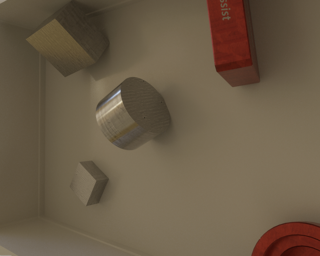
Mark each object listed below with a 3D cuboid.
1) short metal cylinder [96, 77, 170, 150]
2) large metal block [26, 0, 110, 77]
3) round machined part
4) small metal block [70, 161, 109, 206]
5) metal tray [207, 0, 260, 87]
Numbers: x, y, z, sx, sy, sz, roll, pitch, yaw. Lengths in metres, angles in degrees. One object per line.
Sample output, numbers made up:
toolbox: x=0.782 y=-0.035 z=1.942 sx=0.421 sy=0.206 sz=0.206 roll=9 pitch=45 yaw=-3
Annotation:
short metal cylinder: x=-0.034 y=-0.018 z=0.397 sx=0.050 sy=0.081 sz=0.080 roll=-33 pitch=70 yaw=35
large metal block: x=-0.140 y=-0.134 z=0.475 sx=0.080 sy=0.080 sz=0.050 roll=-13 pitch=42 yaw=39
round machined part: x=0.135 y=0.134 z=0.276 sx=0.098 sy=0.042 sz=0.098 roll=-13 pitch=70 yaw=39
small metal block: x=-0.115 y=0.088 z=0.499 sx=0.050 sy=0.025 sz=0.050 roll=38 pitch=113 yaw=33
metal tray: x=0.070 y=-0.112 z=0.302 sx=0.030 sy=0.090 sz=0.129 roll=-8 pitch=85 yaw=22
